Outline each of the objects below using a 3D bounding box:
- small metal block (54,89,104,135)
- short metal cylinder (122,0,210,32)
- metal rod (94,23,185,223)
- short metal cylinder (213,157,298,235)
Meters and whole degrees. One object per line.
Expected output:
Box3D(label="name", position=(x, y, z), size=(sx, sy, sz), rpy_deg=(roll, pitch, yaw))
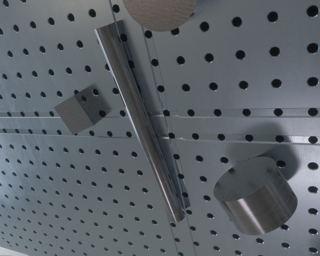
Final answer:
Box3D(label="small metal block", position=(-0.121, -0.023, 0.461), size=(0.050, 0.025, 0.050), rpy_deg=(-21, 107, 36))
Box3D(label="short metal cylinder", position=(0.008, -0.141, 0.304), size=(0.080, 0.050, 0.079), rpy_deg=(13, 124, 21))
Box3D(label="metal rod", position=(-0.020, 0.008, 0.426), size=(0.025, 0.025, 0.298), rpy_deg=(-6, 116, 31))
Box3D(label="short metal cylinder", position=(0.111, 0.078, 0.365), size=(0.080, 0.080, 0.050), rpy_deg=(-25, 105, 37))
